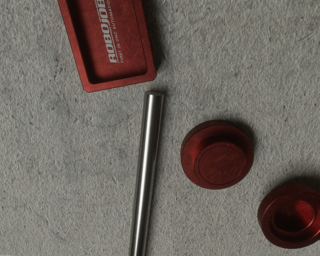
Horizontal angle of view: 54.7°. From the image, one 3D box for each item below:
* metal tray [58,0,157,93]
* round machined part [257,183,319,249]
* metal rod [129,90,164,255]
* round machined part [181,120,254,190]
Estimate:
[{"bbox_3d":[-0.060,-0.114,0.364,0.090,0.030,0.129,-11,110,3],"label":"metal tray"},{"bbox_3d":[0.189,0.121,0.447,0.099,0.042,0.097,0,110,0],"label":"round machined part"},{"bbox_3d":[-0.024,0.094,0.444,0.025,0.025,0.298,6,110,-3],"label":"metal rod"},{"bbox_3d":[0.078,0.042,0.417,0.099,0.042,0.097,0,110,0],"label":"round machined part"}]
